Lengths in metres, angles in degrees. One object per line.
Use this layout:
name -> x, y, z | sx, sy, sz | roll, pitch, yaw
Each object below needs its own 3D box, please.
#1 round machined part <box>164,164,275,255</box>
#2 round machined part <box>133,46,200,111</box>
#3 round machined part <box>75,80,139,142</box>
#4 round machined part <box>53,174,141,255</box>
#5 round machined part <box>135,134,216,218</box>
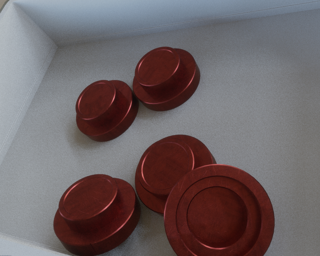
round machined part -> 0.054, 0.084, 0.297 | 0.099, 0.042, 0.097 | 0, 81, 3
round machined part -> 0.004, -0.076, 0.440 | 0.098, 0.042, 0.098 | -13, 56, 21
round machined part -> -0.085, -0.032, 0.459 | 0.098, 0.042, 0.098 | -13, 56, 21
round machined part -> -0.075, 0.091, 0.355 | 0.098, 0.042, 0.098 | -11, 33, 8
round machined part -> 0.014, 0.050, 0.357 | 0.098, 0.042, 0.098 | -13, 56, 21
